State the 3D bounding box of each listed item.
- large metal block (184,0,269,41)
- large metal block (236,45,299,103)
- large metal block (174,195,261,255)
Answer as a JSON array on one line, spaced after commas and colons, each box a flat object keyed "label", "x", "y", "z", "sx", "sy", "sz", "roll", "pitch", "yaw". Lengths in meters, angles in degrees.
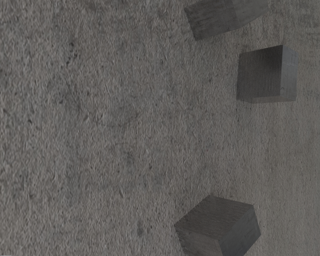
[{"label": "large metal block", "x": 0.097, "y": -0.172, "z": 0.449, "sx": 0.080, "sy": 0.080, "sz": 0.050, "roll": -37, "pitch": 113, "yaw": -34}, {"label": "large metal block", "x": 0.178, "y": -0.086, "z": 0.518, "sx": 0.050, "sy": 0.080, "sz": 0.080, "roll": 8, "pitch": 85, "yaw": -40}, {"label": "large metal block", "x": 0.081, "y": 0.144, "z": 0.437, "sx": 0.081, "sy": 0.080, "sz": 0.050, "roll": -30, "pitch": 109, "yaw": -36}]
